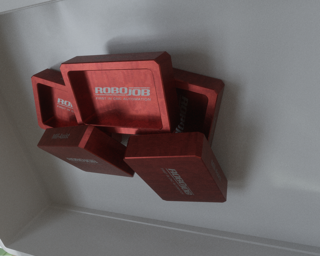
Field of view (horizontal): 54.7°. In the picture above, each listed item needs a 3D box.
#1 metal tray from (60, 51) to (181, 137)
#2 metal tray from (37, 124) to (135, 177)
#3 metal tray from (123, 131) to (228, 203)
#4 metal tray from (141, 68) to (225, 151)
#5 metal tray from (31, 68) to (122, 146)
[{"bbox_3d":[-0.046,-0.039,0.363,0.130,0.030,0.089,4,120,26],"label":"metal tray"},{"bbox_3d":[-0.101,0.033,0.431,0.130,0.030,0.090,-3,148,47],"label":"metal tray"},{"bbox_3d":[0.025,0.053,0.380,0.090,0.030,0.130,-4,145,23],"label":"metal tray"},{"bbox_3d":[0.022,-0.006,0.387,0.090,0.030,0.129,18,125,17],"label":"metal tray"},{"bbox_3d":[-0.119,-0.025,0.446,0.130,0.030,0.089,18,126,17],"label":"metal tray"}]
